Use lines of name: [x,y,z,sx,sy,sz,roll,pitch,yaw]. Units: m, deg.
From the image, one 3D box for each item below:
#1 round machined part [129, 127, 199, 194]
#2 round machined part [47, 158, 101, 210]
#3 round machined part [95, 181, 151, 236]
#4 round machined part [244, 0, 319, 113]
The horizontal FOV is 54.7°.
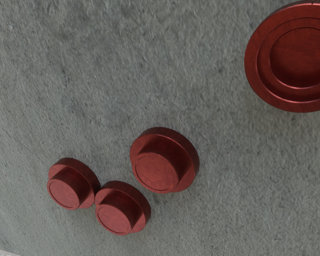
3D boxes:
round machined part: [0.001,0.051,0.426,0.098,0.042,0.097,13,124,20]
round machined part: [-0.156,0.104,0.539,0.098,0.042,0.097,13,124,20]
round machined part: [-0.068,0.139,0.516,0.098,0.042,0.097,13,124,20]
round machined part: [0.132,-0.067,0.285,0.098,0.042,0.097,13,124,20]
